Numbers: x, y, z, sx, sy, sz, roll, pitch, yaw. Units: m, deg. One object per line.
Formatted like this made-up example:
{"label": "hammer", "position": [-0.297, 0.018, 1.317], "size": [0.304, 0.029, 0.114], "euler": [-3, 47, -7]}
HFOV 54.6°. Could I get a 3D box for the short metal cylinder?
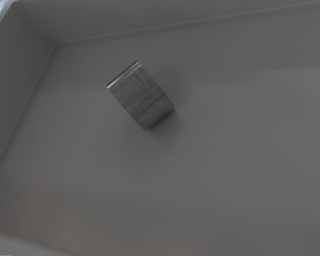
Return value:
{"label": "short metal cylinder", "position": [-0.025, -0.042, 0.411], "size": [0.050, 0.080, 0.080], "euler": [-40, 51, 1]}
